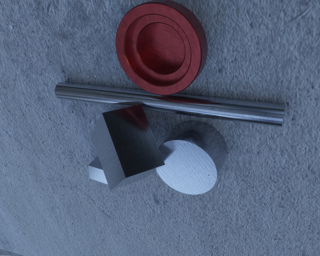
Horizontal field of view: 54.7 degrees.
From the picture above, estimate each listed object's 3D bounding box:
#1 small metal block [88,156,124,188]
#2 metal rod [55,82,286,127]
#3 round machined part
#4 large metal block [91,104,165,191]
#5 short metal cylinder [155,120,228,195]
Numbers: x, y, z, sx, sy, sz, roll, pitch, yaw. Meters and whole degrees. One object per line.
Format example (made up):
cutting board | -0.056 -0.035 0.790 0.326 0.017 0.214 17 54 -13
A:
small metal block | -0.070 0.058 0.461 0.050 0.050 0.025 14 124 20
metal rod | -0.005 -0.033 0.387 0.301 0.025 0.025 9 122 23
round machined part | 0.005 -0.089 0.337 0.098 0.042 0.097 13 124 20
large metal block | -0.044 0.027 0.393 0.080 0.050 0.080 68 153 13
short metal cylinder | 0.040 0.037 0.392 0.080 0.050 0.079 13 124 20
